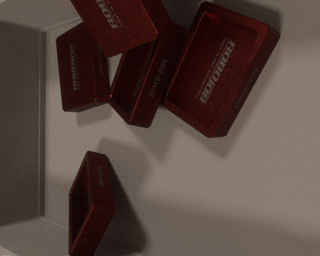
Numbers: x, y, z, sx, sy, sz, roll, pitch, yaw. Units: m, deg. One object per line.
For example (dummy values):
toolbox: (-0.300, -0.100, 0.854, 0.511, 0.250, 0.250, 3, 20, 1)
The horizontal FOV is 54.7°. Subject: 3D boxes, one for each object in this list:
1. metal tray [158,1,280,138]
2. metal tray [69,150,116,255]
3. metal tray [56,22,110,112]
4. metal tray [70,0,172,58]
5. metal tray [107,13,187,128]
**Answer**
metal tray: (0.061, -0.065, 0.351, 0.090, 0.030, 0.129, 38, 113, 33)
metal tray: (-0.102, 0.104, 0.445, 0.089, 0.030, 0.130, -63, 26, 20)
metal tray: (-0.127, -0.097, 0.505, 0.090, 0.030, 0.129, -12, 82, 39)
metal tray: (-0.055, -0.146, 0.325, 0.090, 0.030, 0.130, -7, 123, 44)
metal tray: (-0.022, -0.076, 0.397, 0.090, 0.030, 0.129, 42, 115, 53)
